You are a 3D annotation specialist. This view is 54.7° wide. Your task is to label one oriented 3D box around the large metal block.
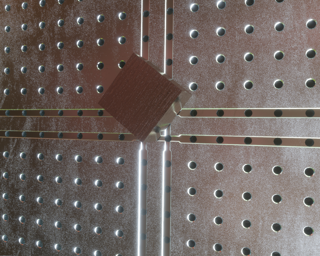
[{"bbox_3d":[-0.019,-0.038,0.405,0.080,0.050,0.080,41,102,15],"label":"large metal block"}]
